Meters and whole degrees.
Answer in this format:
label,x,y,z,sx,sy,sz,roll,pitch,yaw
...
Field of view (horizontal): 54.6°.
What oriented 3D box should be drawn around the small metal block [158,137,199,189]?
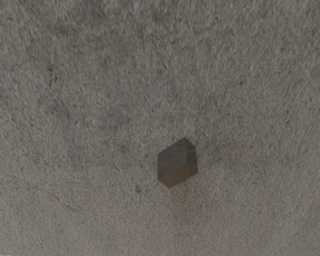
label,x,y,z,sx,sy,sz,roll,pitch,yaw
small metal block,0.024,0.049,0.432,0.050,0.050,0.025,-34,122,25
